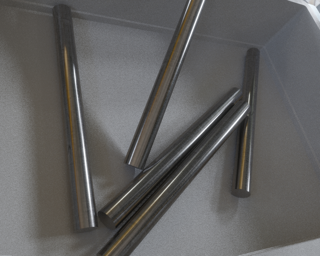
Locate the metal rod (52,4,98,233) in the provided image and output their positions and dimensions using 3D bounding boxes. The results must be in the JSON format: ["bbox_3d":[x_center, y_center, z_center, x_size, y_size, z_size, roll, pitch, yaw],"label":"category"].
[{"bbox_3d":[-0.105,-0.031,0.368,0.025,0.025,0.299,1,61,-28],"label":"metal rod"}]

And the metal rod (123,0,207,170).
[{"bbox_3d":[0.020,-0.091,0.396,0.025,0.025,0.299,24,77,-15],"label":"metal rod"}]

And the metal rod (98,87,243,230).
[{"bbox_3d":[0.035,0.020,0.413,0.025,0.025,0.302,47,51,4],"label":"metal rod"}]

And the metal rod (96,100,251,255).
[{"bbox_3d":[0.038,0.049,0.388,0.025,0.025,0.302,46,54,3],"label":"metal rod"}]

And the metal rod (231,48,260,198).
[{"bbox_3d":[0.143,-0.028,0.502,0.025,0.025,0.300,26,52,-12],"label":"metal rod"}]
